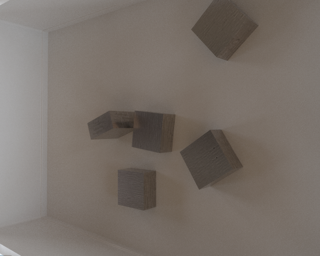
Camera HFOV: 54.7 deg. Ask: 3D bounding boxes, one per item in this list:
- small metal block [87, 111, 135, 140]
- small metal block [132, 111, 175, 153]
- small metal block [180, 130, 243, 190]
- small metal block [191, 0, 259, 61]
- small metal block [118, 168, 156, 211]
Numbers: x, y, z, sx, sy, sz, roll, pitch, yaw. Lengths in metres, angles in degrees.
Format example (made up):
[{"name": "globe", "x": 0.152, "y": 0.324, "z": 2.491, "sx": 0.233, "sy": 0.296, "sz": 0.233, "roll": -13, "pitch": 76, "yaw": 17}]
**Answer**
[{"name": "small metal block", "x": -0.067, "y": -0.003, "z": 0.446, "sx": 0.050, "sy": 0.050, "sz": 0.025, "roll": -24, "pitch": 75, "yaw": 37}, {"name": "small metal block", "x": -0.009, "y": 0.004, "z": 0.415, "sx": 0.050, "sy": 0.025, "sz": 0.050, "roll": 9, "pitch": 96, "yaw": 39}, {"name": "small metal block", "x": 0.058, "y": 0.036, "z": 0.359, "sx": 0.050, "sy": 0.025, "sz": 0.050, "roll": -40, "pitch": 66, "yaw": 32}, {"name": "small metal block", "x": 0.072, "y": -0.113, "z": 0.348, "sx": 0.050, "sy": 0.025, "sz": 0.050, "roll": -49, "pitch": 61, "yaw": 28}, {"name": "small metal block", "x": -0.033, "y": 0.084, "z": 0.434, "sx": 0.050, "sy": 0.025, "sz": 0.050, "roll": 0, "pitch": 90, "yaw": 40}]
